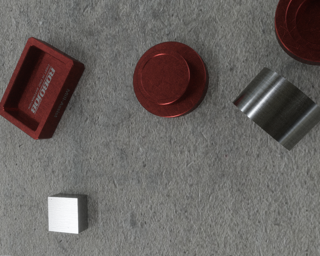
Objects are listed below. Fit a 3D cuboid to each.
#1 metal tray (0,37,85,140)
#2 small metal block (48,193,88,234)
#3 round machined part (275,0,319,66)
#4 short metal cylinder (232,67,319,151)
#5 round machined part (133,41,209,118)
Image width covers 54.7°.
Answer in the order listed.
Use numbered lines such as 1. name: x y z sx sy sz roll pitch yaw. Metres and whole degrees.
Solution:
1. metal tray: -0.181 -0.059 0.468 0.090 0.030 0.129 31 100 17
2. small metal block: -0.135 0.124 0.455 0.050 0.025 0.050 -2 89 19
3. round machined part: 0.177 -0.116 0.338 0.098 0.042 0.097 0 90 19
4. short metal cylinder: 0.126 -0.021 0.335 0.080 0.080 0.050 44 104 14
5. round machined part: 0.010 -0.062 0.396 0.098 0.042 0.097 0 90 19
